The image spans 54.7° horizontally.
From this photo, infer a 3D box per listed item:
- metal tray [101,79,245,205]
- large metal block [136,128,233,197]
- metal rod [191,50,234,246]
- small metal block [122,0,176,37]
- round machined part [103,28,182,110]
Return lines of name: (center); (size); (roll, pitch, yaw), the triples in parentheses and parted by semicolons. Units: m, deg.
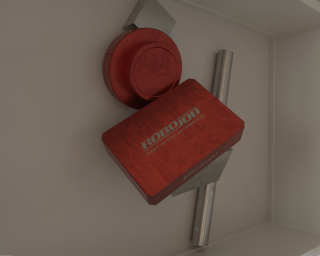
metal tray: (0.015, 0.010, 0.341); (0.131, 0.090, 0.030); (-34, 152, -18)
large metal block: (0.028, 0.031, 0.387); (0.081, 0.080, 0.050); (-9, 128, -40)
metal rod: (0.082, 0.025, 0.478); (0.025, 0.025, 0.298); (15, 80, -39)
small metal block: (-0.013, -0.132, 0.397); (0.050, 0.025, 0.050); (39, 66, -33)
round machined part: (-0.014, -0.068, 0.368); (0.099, 0.042, 0.097); (-10, 110, -29)
